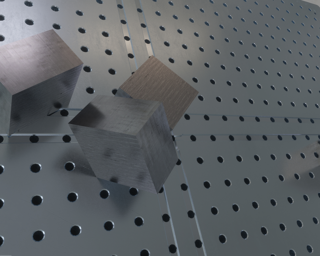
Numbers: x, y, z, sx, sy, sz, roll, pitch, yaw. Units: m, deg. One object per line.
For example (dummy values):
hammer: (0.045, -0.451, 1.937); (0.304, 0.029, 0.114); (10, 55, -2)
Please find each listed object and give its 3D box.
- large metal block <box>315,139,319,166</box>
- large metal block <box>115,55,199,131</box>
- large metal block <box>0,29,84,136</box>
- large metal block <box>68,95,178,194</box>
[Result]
large metal block: (0.327, 0.041, 0.523); (0.080, 0.080, 0.050); (22, 54, -15)
large metal block: (-0.008, -0.036, 0.410); (0.080, 0.050, 0.080); (38, 51, -2)
large metal block: (-0.137, -0.047, 0.328); (0.050, 0.080, 0.080); (48, 51, 5)
large metal block: (-0.035, 0.015, 0.323); (0.080, 0.080, 0.050); (9, 44, 29)
